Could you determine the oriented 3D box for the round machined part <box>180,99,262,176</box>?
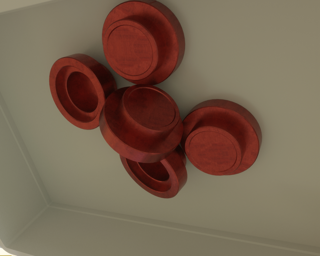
[{"bbox_3d":[0.068,0.018,0.372,0.098,0.042,0.097,13,124,20],"label":"round machined part"}]

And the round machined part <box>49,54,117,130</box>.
[{"bbox_3d":[-0.096,-0.050,0.410,0.098,0.042,0.097,16,122,28],"label":"round machined part"}]

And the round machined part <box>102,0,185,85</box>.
[{"bbox_3d":[-0.025,-0.093,0.352,0.098,0.042,0.097,13,124,20],"label":"round machined part"}]

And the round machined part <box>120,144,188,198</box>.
[{"bbox_3d":[-0.004,0.043,0.415,0.098,0.042,0.097,26,139,26],"label":"round machined part"}]

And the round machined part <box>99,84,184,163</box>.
[{"bbox_3d":[-0.017,-0.012,0.357,0.098,0.098,0.042,37,136,3],"label":"round machined part"}]
